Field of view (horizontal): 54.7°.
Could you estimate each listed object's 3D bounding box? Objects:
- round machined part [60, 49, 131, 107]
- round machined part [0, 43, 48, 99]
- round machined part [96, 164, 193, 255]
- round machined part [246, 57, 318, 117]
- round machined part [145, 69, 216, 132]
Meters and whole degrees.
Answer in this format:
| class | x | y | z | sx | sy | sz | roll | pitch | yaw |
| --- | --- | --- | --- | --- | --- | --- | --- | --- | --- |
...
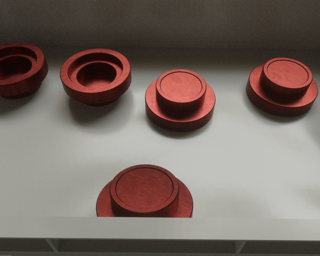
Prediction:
| class | x | y | z | sx | sy | sz | roll | pitch | yaw |
| --- | --- | --- | --- | --- | --- | --- | --- | --- | --- |
| round machined part | -0.091 | -0.069 | 0.451 | 0.099 | 0.042 | 0.098 | 0 | 50 | 0 |
| round machined part | -0.216 | -0.080 | 0.459 | 0.099 | 0.042 | 0.098 | 0 | 50 | 0 |
| round machined part | -0.015 | 0.074 | 0.315 | 0.099 | 0.042 | 0.098 | 1 | 34 | 0 |
| round machined part | 0.180 | -0.066 | 0.452 | 0.099 | 0.042 | 0.098 | 0 | 50 | 0 |
| round machined part | 0.028 | -0.045 | 0.432 | 0.099 | 0.042 | 0.098 | 0 | 50 | 0 |
